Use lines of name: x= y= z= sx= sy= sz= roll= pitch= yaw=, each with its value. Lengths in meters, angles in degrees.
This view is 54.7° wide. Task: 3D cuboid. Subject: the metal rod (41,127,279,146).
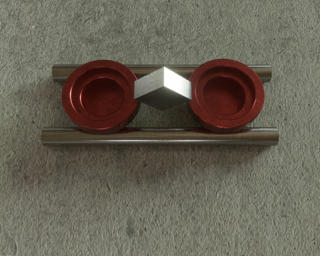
metal rod: x=0.000 y=0.011 z=0.405 sx=0.302 sy=0.025 sz=0.025 roll=0 pitch=70 yaw=0

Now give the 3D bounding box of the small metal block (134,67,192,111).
small metal block: x=0.004 y=-0.047 z=0.385 sx=0.050 sy=0.050 sz=0.025 roll=-18 pitch=63 yaw=40

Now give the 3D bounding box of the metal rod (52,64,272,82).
metal rod: x=0.003 y=-0.077 z=0.437 sx=0.302 sy=0.025 sz=0.025 roll=0 pitch=70 yaw=0

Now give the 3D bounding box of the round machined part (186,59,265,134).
round machined part: x=0.083 y=-0.039 z=0.409 sx=0.099 sy=0.042 sz=0.098 roll=0 pitch=70 yaw=0

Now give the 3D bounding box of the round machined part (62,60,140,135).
round machined part: x=-0.074 y=-0.037 z=0.409 sx=0.099 sy=0.042 sz=0.098 roll=0 pitch=70 yaw=0
